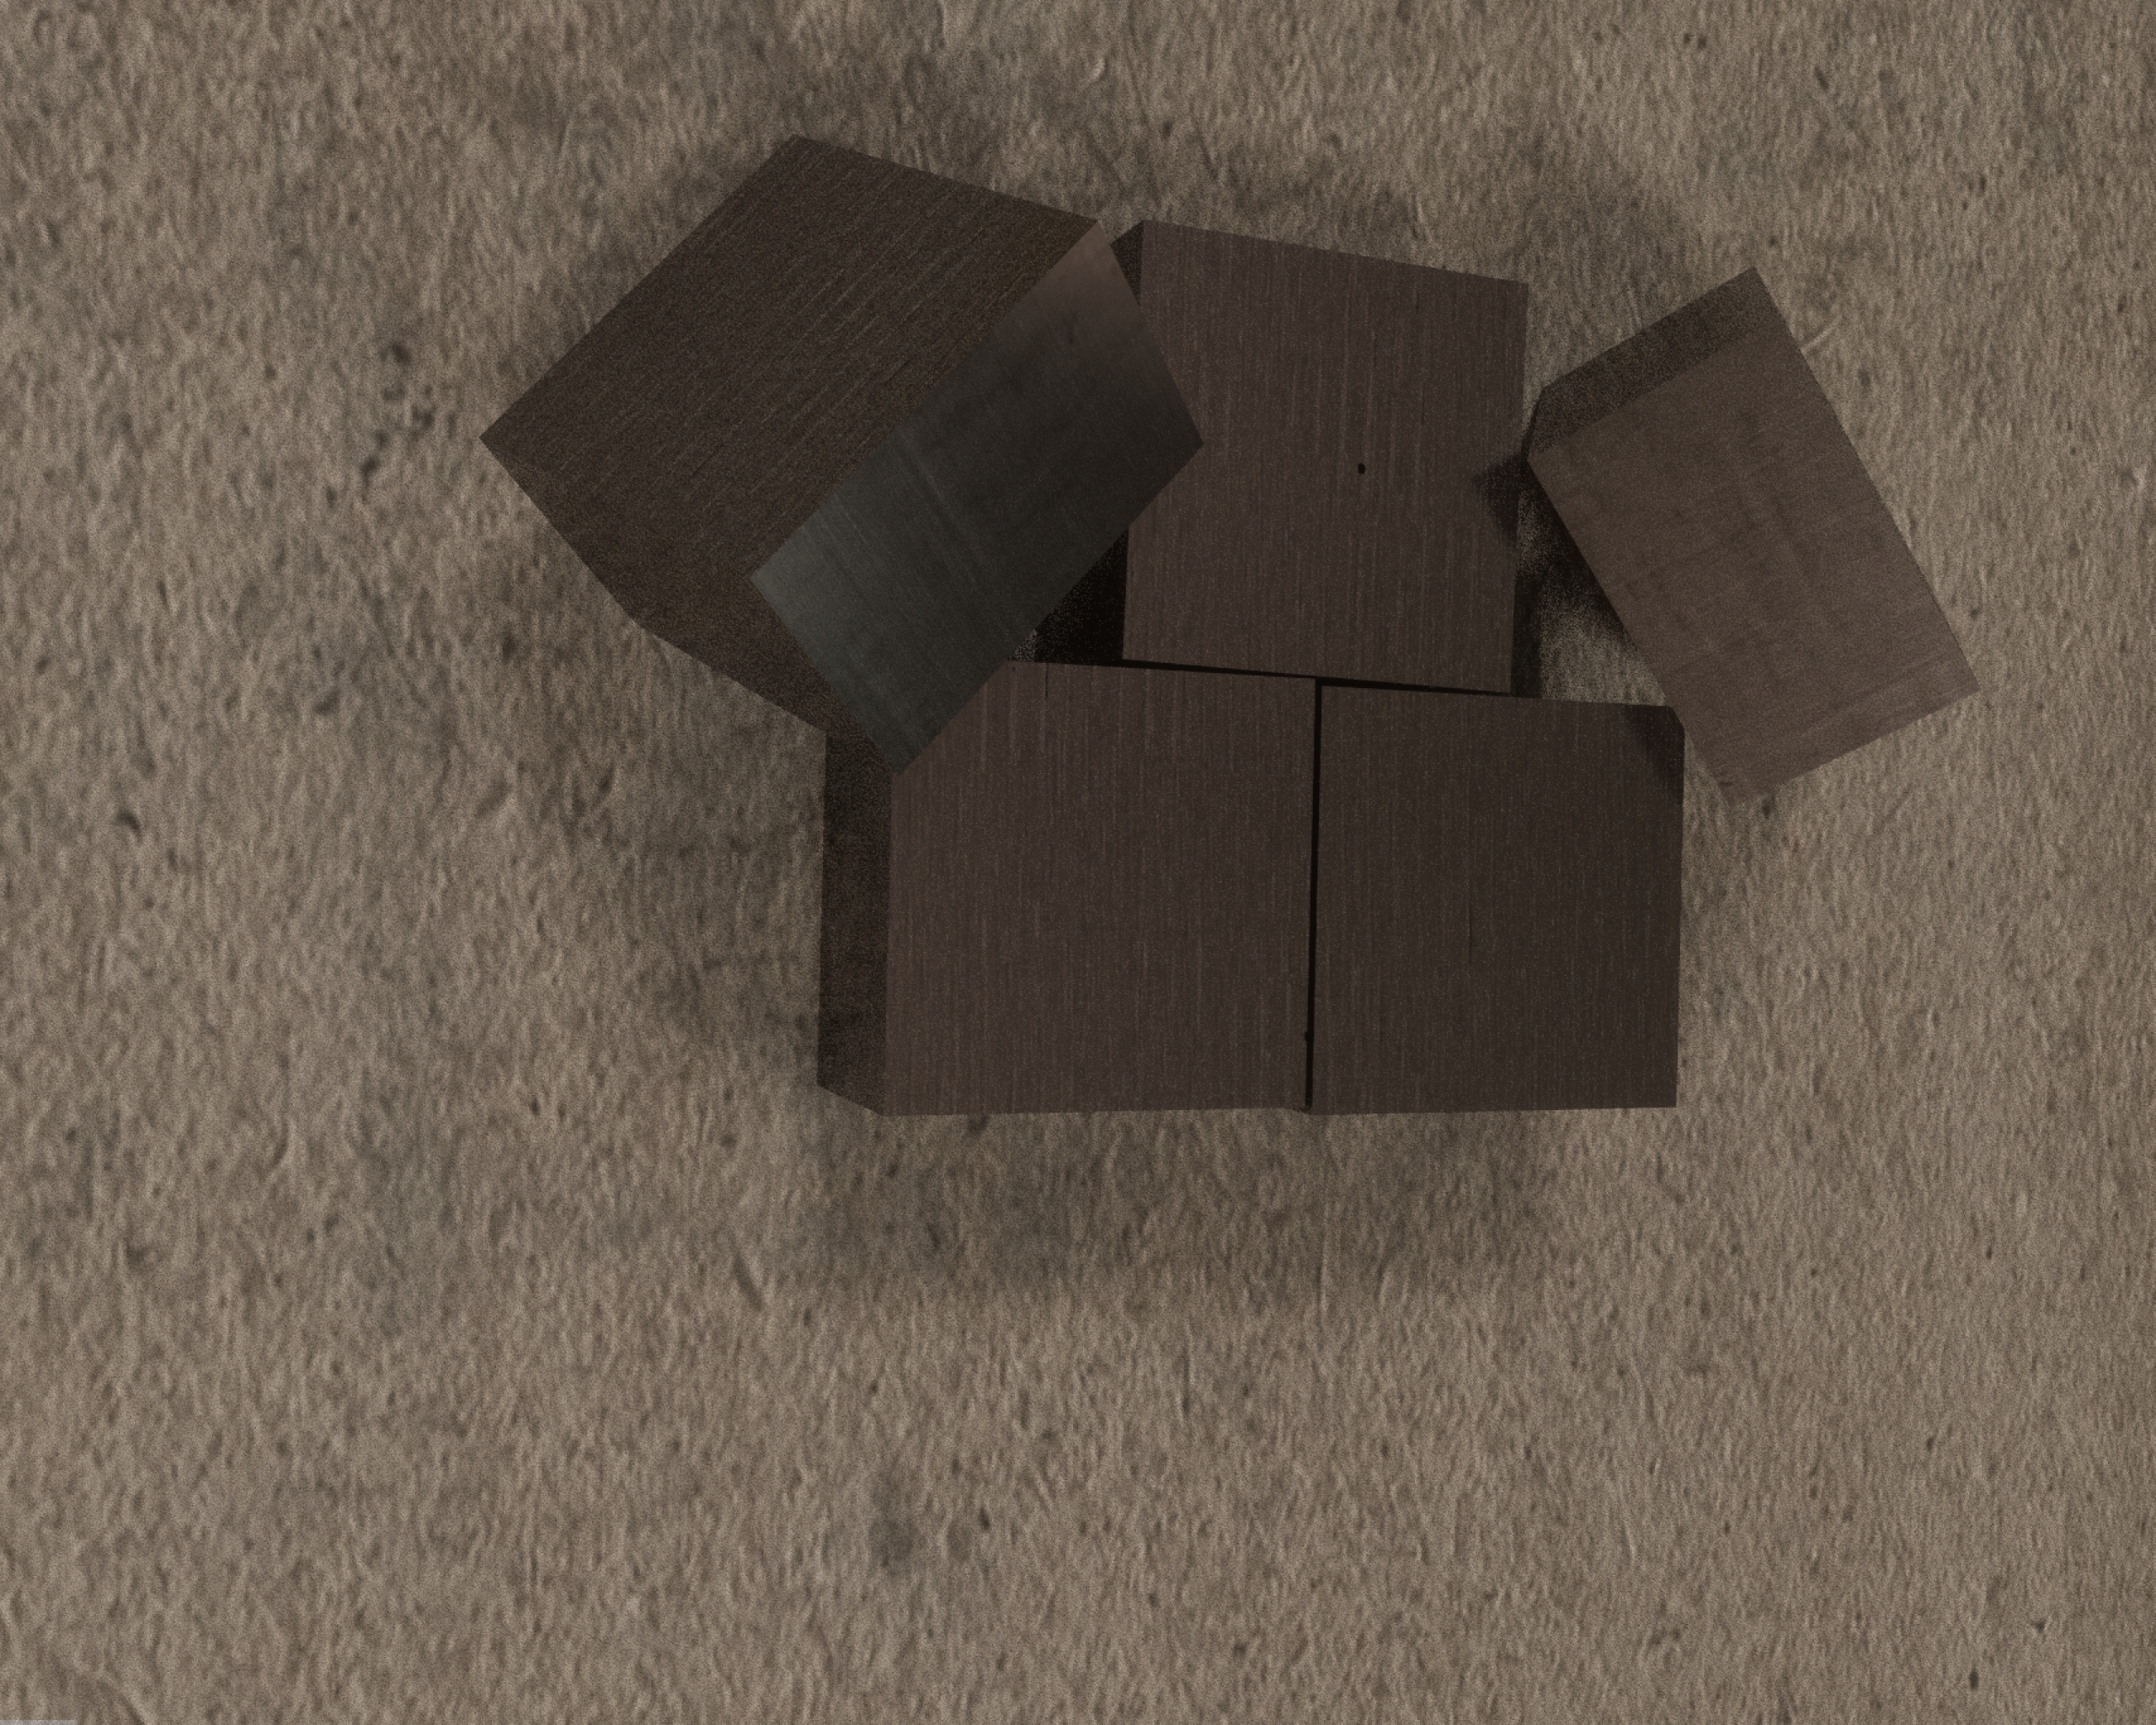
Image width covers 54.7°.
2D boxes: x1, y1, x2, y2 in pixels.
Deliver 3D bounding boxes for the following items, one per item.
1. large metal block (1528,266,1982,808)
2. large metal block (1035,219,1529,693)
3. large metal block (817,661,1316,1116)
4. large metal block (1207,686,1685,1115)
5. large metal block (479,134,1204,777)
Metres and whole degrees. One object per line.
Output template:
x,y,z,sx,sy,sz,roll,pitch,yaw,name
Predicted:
0.136,-0.069,0.426,0.050,0.080,0.080,-28,103,23,large metal block
0.039,-0.075,0.413,0.081,0.050,0.079,3,89,-20,large metal block
-0.003,0.005,0.396,0.081,0.050,0.079,1,90,-21,large metal block
0.073,0.008,0.423,0.081,0.050,0.079,1,90,-21,large metal block
-0.040,-0.073,0.359,0.080,0.080,0.050,-49,140,-14,large metal block
